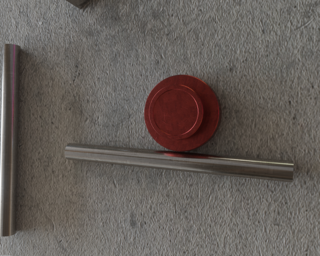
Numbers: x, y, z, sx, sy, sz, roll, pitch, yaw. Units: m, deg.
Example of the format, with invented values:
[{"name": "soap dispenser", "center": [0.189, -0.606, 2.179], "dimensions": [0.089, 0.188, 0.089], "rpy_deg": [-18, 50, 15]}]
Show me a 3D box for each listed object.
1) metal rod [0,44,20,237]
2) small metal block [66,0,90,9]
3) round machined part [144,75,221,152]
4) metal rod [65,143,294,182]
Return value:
[{"name": "metal rod", "center": [-0.239, 0.019, 0.490], "dimensions": [0.025, 0.025, 0.298], "rpy_deg": [2, 91, 19]}, {"name": "small metal block", "center": [-0.114, -0.201, 0.435], "dimensions": [0.050, 0.050, 0.025], "rpy_deg": [-35, 79, 16]}, {"name": "round machined part", "center": [0.025, -0.019, 0.391], "dimensions": [0.098, 0.042, 0.097], "rpy_deg": [0, 90, 19]}, {"name": "metal rod", "center": [0.010, 0.042, 0.404], "dimensions": [0.301, 0.025, 0.025], "rpy_deg": [3, 91, 19]}]
